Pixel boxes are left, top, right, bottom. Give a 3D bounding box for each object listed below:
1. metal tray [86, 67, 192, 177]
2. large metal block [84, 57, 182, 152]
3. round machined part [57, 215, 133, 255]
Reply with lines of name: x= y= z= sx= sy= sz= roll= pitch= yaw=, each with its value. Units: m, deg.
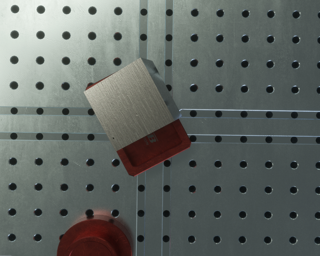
metal tray: x=-0.028 y=-0.014 z=0.410 sx=0.090 sy=0.030 sz=0.130 roll=-28 pitch=90 yaw=-1
large metal block: x=-0.031 y=-0.029 z=0.378 sx=0.080 sy=0.050 sz=0.080 roll=-28 pitch=90 yaw=15
round machined part: x=-0.086 y=0.168 z=0.404 sx=0.099 sy=0.042 sz=0.097 roll=0 pitch=90 yaw=-1
